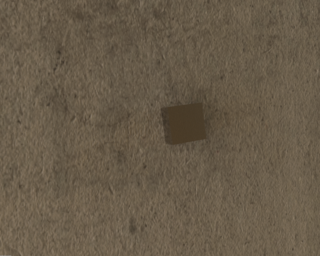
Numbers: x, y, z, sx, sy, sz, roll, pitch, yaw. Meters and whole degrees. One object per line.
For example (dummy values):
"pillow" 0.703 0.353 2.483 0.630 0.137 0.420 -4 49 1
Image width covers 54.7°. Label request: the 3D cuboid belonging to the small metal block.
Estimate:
"small metal block" 0.032 -0.006 0.422 0.050 0.025 0.050 -9 93 -20
